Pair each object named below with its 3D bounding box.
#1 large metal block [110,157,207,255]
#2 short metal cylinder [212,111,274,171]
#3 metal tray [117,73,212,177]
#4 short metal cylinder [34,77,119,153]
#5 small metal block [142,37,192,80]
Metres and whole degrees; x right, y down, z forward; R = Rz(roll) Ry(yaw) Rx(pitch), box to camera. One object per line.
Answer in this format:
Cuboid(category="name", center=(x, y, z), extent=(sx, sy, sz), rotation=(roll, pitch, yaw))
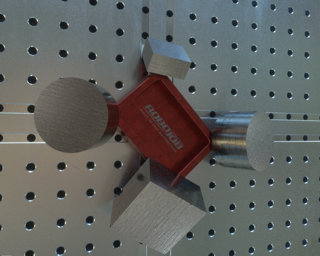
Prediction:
Cuboid(category="large metal block", center=(-0.003, 0.096, 0.380), extent=(0.080, 0.050, 0.080), rotation=(33, 110, -18))
Cuboid(category="short metal cylinder", center=(0.115, 0.017, 0.425), extent=(0.081, 0.050, 0.079), rotation=(-1, 91, -46))
Cuboid(category="metal tray", center=(0.004, 0.001, 0.411), extent=(0.090, 0.030, 0.130), rotation=(-43, 104, -15))
Cuboid(category="short metal cylinder", center=(-0.091, -0.014, 0.350), extent=(0.080, 0.050, 0.079), rotation=(0, 91, 5))
Cuboid(category="small metal block", center=(0.007, -0.090, 0.399), extent=(0.050, 0.050, 0.025), rotation=(10, 125, -20))
